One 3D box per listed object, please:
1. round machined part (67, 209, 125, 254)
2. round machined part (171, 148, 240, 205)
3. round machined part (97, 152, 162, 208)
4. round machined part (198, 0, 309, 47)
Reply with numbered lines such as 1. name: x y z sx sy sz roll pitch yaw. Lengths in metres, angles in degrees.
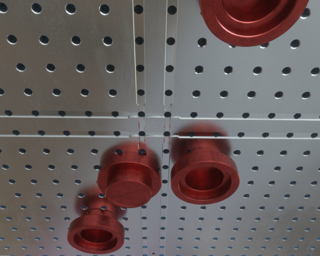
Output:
1. round machined part: -0.112 0.182 0.554 0.099 0.042 0.097 -1 130 0
2. round machined part: 0.065 0.068 0.459 0.099 0.042 0.097 -1 130 0
3. round machined part: -0.047 0.086 0.473 0.099 0.042 0.097 -1 130 0
4. round machined part: 0.085 -0.131 0.291 0.099 0.042 0.097 -1 130 0
